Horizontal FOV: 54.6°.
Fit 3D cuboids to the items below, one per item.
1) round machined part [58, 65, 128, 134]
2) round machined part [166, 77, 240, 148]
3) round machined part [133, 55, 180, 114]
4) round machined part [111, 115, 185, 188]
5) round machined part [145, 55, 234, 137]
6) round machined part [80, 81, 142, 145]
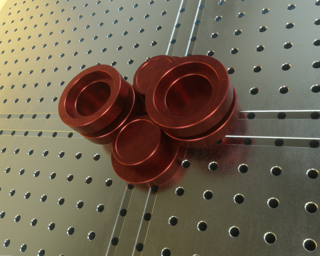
[{"bbox_3d":[-0.086,-0.035,0.423,0.098,0.042,0.098,-13,56,21],"label":"round machined part"},{"bbox_3d":[0.050,-0.019,0.383,0.098,0.042,0.098,-13,56,21],"label":"round machined part"},{"bbox_3d":[0.002,-0.063,0.436,0.098,0.042,0.098,-13,56,21],"label":"round machined part"},{"bbox_3d":[-0.021,0.023,0.394,0.098,0.042,0.098,-13,56,21],"label":"round machined part"},{"bbox_3d":[0.036,-0.033,0.357,0.098,0.042,0.098,-13,56,21],"label":"round machined part"},{"bbox_3d":[-0.070,-0.020,0.447,0.098,0.042,0.098,-13,56,21],"label":"round machined part"}]
